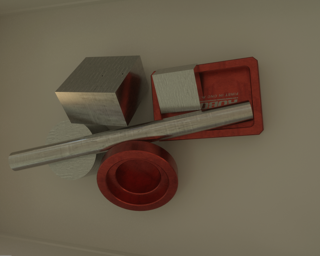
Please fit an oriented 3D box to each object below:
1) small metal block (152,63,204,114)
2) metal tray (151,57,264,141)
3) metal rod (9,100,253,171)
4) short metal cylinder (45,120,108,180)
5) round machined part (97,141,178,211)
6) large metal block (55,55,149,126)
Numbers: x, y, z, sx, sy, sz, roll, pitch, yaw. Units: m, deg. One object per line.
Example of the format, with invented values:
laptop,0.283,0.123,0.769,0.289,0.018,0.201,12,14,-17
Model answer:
small metal block,0.023,-0.048,0.377,0.050,0.025,0.050,-5,115,20
metal tray,0.057,-0.032,0.385,0.130,0.030,0.089,-5,88,19
metal rod,-0.041,0.011,0.378,0.301,0.025,0.025,-12,86,8
short metal cylinder,-0.111,0.029,0.432,0.080,0.050,0.079,0,90,19
round machined part,-0.027,0.055,0.391,0.099,0.042,0.097,1,122,2
large metal block,-0.070,-0.049,0.395,0.080,0.080,0.050,3,133,20
